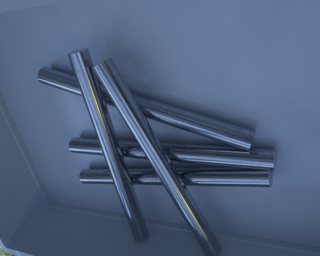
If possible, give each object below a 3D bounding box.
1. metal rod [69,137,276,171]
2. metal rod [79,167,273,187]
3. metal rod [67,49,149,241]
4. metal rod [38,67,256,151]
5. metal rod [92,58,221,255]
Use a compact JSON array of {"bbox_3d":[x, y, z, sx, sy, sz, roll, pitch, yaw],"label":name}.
[{"bbox_3d":[-0.001,0.032,0.425,0.301,0.025,0.025,2,119,26],"label":"metal rod"},{"bbox_3d":[0.003,0.070,0.447,0.300,0.025,0.025,-5,116,30],"label":"metal rod"},{"bbox_3d":[-0.064,0.040,0.430,0.025,0.025,0.298,0,119,28],"label":"metal rod"},{"bbox_3d":[-0.030,-0.030,0.402,0.301,0.025,0.025,18,126,17],"label":"metal rod"},{"bbox_3d":[0.003,0.049,0.401,0.025,0.025,0.299,-19,109,35],"label":"metal rod"}]
